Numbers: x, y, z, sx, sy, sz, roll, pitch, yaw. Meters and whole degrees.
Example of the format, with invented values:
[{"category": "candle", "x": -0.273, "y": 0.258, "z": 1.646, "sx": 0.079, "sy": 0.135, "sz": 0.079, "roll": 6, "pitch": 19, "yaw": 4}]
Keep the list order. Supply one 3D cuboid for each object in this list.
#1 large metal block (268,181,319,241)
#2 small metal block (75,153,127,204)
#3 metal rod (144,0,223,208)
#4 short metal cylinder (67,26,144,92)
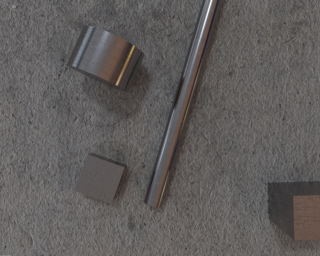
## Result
[{"category": "large metal block", "x": 0.189, "y": 0.099, "z": 0.385, "sx": 0.081, "sy": 0.080, "sz": 0.050, "roll": -2, "pitch": 90, "yaw": -1}, {"category": "small metal block", "x": -0.077, "y": 0.066, "z": 0.409, "sx": 0.050, "sy": 0.025, "sz": 0.050, "roll": 20, "pitch": 90, "yaw": -1}, {"category": "metal rod", "x": 0.033, "y": -0.042, "z": 0.410, "sx": 0.025, "sy": 0.025, "sz": 0.298, "roll": 16, "pitch": 90, "yaw": -1}, {"category": "short metal cylinder", "x": -0.066, "y": -0.083, "z": 0.382, "sx": 0.080, "sy": 0.080, "sz": 0.050, "roll": 23, "pitch": 90, "yaw": -1}]
